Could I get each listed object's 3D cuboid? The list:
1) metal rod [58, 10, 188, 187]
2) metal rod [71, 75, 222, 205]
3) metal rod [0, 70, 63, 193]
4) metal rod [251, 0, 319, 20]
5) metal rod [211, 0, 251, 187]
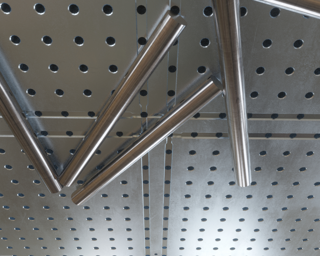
[{"bbox_3d":[-0.063,-0.016,0.396,0.025,0.025,0.298,26,125,-21],"label":"metal rod"},{"bbox_3d":[-0.033,0.031,0.437,0.025,0.025,0.299,35,122,-26],"label":"metal rod"},{"bbox_3d":[-0.187,-0.019,0.393,0.025,0.025,0.299,-7,130,6],"label":"metal rod"},{"bbox_3d":[0.078,-0.138,0.294,0.302,0.025,0.025,11,129,-10],"label":"metal rod"},{"bbox_3d":[0.093,-0.021,0.378,0.025,0.025,0.299,-11,134,9],"label":"metal rod"}]
